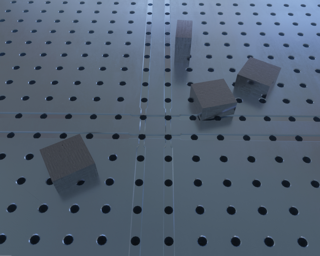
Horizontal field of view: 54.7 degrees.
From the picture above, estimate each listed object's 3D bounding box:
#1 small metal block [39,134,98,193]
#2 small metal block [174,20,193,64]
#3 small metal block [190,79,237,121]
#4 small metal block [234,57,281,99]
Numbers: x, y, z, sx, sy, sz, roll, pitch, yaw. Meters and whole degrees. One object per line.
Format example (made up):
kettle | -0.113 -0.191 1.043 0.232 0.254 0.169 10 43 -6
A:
small metal block | -0.109 0.041 0.372 0.050 0.025 0.050 -23 54 -19
small metal block | 0.039 -0.142 0.512 0.025 0.050 0.050 4 50 3
small metal block | 0.075 -0.041 0.443 0.050 0.025 0.050 -11 51 -10
small metal block | 0.150 -0.078 0.475 0.050 0.025 0.050 26 55 20
